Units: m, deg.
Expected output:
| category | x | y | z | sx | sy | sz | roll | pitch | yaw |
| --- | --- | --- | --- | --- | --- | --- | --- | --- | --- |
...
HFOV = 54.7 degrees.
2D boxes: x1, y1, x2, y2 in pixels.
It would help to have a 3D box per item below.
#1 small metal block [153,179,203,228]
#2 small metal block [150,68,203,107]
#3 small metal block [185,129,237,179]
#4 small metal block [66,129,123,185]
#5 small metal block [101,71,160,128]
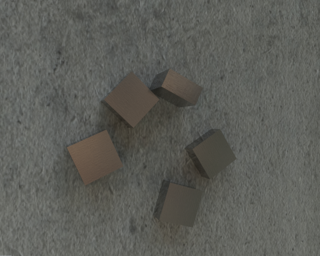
| category | x | y | z | sx | sy | sz | roll | pitch | yaw |
| --- | --- | --- | --- | --- | --- | --- | --- | --- | --- |
| small metal block | 0.024 | 0.102 | 0.419 | 0.050 | 0.025 | 0.050 | 18 | 84 | -20 |
| small metal block | 0.019 | -0.050 | 0.404 | 0.050 | 0.050 | 0.025 | 27 | 81 | -19 |
| small metal block | 0.072 | 0.036 | 0.437 | 0.050 | 0.025 | 0.050 | -34 | 101 | -17 |
| small metal block | -0.081 | 0.035 | 0.380 | 0.050 | 0.025 | 0.050 | -26 | 99 | -19 |
| small metal block | -0.038 | -0.035 | 0.396 | 0.050 | 0.025 | 0.050 | 45 | 76 | -15 |
